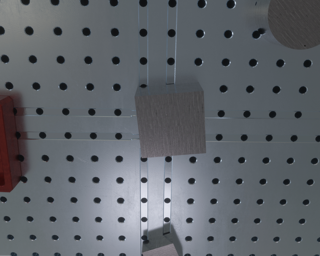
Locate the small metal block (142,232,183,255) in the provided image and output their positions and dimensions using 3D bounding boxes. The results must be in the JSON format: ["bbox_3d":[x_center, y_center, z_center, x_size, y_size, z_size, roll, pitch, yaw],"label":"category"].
[{"bbox_3d":[0.005,0.199,0.487,0.050,0.025,0.050,-19,109,7],"label":"small metal block"}]

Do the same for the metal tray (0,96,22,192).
[{"bbox_3d":[-0.244,0.022,0.416,0.091,0.030,0.129,3,110,-1],"label":"metal tray"}]

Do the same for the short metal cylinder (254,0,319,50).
[{"bbox_3d":[0.155,-0.133,0.352,0.081,0.050,0.079,0,110,0],"label":"short metal cylinder"}]

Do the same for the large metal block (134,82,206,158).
[{"bbox_3d":[0.014,-0.011,0.396,0.080,0.050,0.079,-5,110,1],"label":"large metal block"}]
